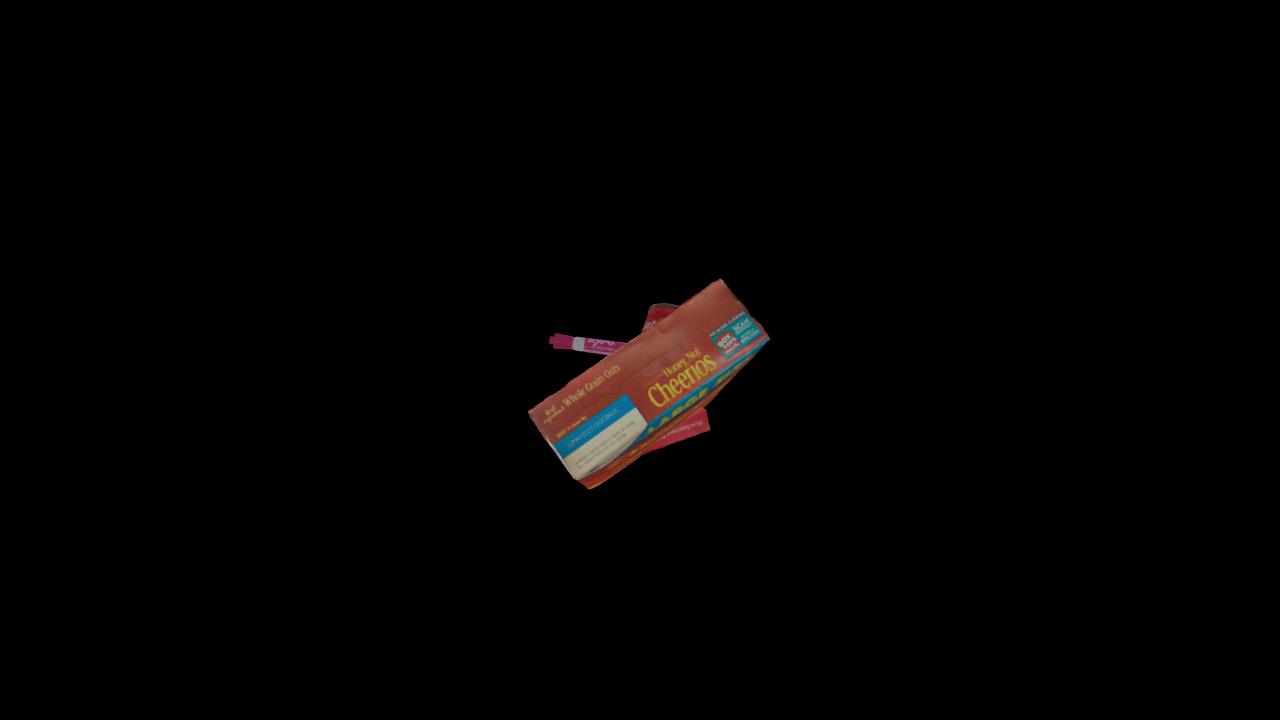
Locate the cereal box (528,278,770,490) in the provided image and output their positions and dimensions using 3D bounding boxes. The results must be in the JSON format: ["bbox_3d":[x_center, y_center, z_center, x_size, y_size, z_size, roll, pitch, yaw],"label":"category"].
[{"bbox_3d":[0.003,0.046,0.644,0.203,0.081,0.306,-35,-9,-11],"label":"cereal box"}]

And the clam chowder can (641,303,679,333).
[{"bbox_3d":[0.026,0.001,0.644,0.068,0.102,0.068,18,-16,5],"label":"clam chowder can"}]

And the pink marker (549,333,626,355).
[{"bbox_3d":[-0.049,-0.016,0.741,0.121,0.020,0.020,7,-1,-4],"label":"pink marker"}]

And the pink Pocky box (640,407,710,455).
[{"bbox_3d":[0.011,0.060,0.719,0.084,0.029,0.155,-17,18,-16],"label":"pink Pocky box"}]
